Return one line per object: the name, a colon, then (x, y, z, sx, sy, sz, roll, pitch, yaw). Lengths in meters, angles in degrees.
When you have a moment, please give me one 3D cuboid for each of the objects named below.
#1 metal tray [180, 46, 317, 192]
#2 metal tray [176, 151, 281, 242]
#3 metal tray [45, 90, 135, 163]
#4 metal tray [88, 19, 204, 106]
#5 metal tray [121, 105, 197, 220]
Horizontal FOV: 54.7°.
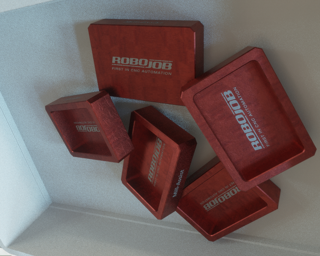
metal tray: (0.092, -0.008, 0.327, 0.090, 0.030, 0.130, -31, 103, 10)
metal tray: (0.082, 0.094, 0.419, 0.090, 0.030, 0.129, 42, 129, -2)
metal tray: (-0.101, -0.001, 0.432, 0.130, 0.030, 0.090, 0, 120, 47)
metal tray: (-0.016, -0.078, 0.364, 0.130, 0.030, 0.089, 9, 123, 22)
metal tray: (-0.007, 0.047, 0.412, 0.090, 0.030, 0.129, 38, 131, 33)
